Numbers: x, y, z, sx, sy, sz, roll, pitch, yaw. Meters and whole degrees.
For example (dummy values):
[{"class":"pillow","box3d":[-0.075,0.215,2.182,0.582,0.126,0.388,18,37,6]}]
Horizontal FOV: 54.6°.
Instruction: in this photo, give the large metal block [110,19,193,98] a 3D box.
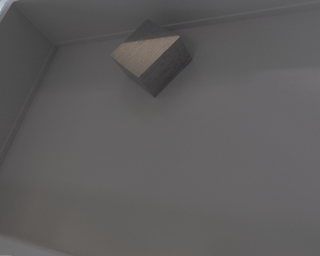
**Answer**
[{"class":"large metal block","box3d":[-0.014,-0.105,0.462,0.080,0.050,0.080,-45,51,-3]}]
